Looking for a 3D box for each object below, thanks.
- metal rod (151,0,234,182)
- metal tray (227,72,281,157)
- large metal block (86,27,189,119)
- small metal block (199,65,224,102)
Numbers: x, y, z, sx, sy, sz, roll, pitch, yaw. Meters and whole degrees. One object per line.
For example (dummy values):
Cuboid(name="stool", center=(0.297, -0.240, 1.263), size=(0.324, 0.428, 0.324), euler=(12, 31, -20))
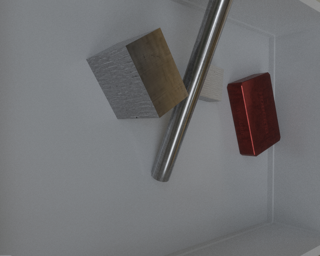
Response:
Cuboid(name="metal rod", center=(0.044, -0.069, 0.362), size=(0.025, 0.025, 0.298), euler=(0, 116, -40))
Cuboid(name="metal tray", center=(0.168, -0.025, 0.548), size=(0.091, 0.030, 0.129), euler=(-23, 105, -38))
Cuboid(name="large metal block", center=(-0.026, -0.057, 0.350), size=(0.050, 0.080, 0.080), euler=(-39, 114, -33))
Cuboid(name="small metal block", center=(0.069, -0.068, 0.467), size=(0.050, 0.025, 0.050), euler=(9, 85, -40))
